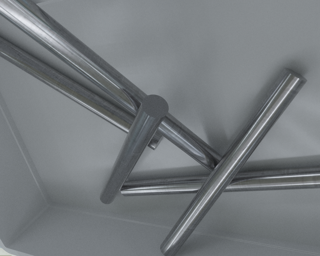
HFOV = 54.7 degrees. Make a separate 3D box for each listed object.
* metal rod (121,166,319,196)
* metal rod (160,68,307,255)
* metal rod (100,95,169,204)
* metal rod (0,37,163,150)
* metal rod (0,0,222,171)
[{"bbox_3d":[0.071,0.075,0.416,0.300,0.025,0.025,-10,113,32],"label":"metal rod"},{"bbox_3d":[0.073,0.062,0.378,0.025,0.025,0.298,32,119,7],"label":"metal rod"},{"bbox_3d":[-0.047,0.049,0.403,0.025,0.025,0.298,37,147,3],"label":"metal rod"},{"bbox_3d":[-0.129,-0.057,0.439,0.301,0.025,0.025,31,128,7],"label":"metal rod"},{"bbox_3d":[-0.027,-0.029,0.322,0.025,0.025,0.301,-26,131,37],"label":"metal rod"}]
